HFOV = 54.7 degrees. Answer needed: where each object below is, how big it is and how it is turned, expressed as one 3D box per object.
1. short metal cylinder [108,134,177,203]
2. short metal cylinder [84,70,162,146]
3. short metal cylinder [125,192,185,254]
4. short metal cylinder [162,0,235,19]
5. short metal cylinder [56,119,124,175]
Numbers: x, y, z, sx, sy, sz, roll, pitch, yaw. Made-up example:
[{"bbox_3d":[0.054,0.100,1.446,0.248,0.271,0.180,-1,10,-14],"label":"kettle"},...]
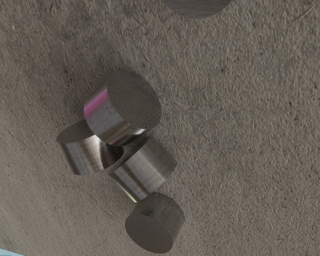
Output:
[{"bbox_3d":[-0.024,0.053,0.417,0.050,0.080,0.080,48,129,-6],"label":"short metal cylinder"},{"bbox_3d":[-0.045,-0.024,0.380,0.050,0.080,0.080,-33,100,38],"label":"short metal cylinder"},{"bbox_3d":[-0.007,0.149,0.487,0.080,0.050,0.079,13,124,21],"label":"short metal cylinder"},{"bbox_3d":[0.040,-0.145,0.280,0.080,0.050,0.079,13,124,21],"label":"short metal cylinder"},{"bbox_3d":[-0.097,0.023,0.436,0.080,0.080,0.050,-4,117,30],"label":"short metal cylinder"}]
